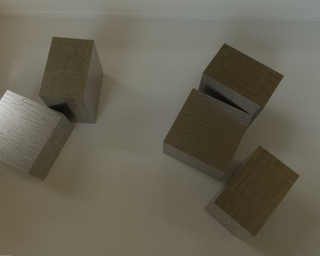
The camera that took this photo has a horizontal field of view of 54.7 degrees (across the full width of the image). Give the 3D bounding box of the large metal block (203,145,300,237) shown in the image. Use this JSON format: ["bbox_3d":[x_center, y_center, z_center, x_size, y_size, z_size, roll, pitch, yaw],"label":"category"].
[{"bbox_3d":[0.100,0.076,0.353,0.050,0.080,0.080,40,75,13],"label":"large metal block"}]

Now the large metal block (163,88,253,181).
[{"bbox_3d":[0.058,0.009,0.393,0.080,0.050,0.080,27,72,9],"label":"large metal block"}]

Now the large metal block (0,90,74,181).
[{"bbox_3d":[-0.170,0.010,0.391,0.080,0.050,0.080,23,72,8],"label":"large metal block"}]

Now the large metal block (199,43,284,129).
[{"bbox_3d":[0.097,-0.049,0.399,0.080,0.080,0.050,33,73,11],"label":"large metal block"}]

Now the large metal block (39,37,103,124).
[{"bbox_3d":[-0.109,-0.058,0.400,0.050,0.080,0.080,5,70,0],"label":"large metal block"}]
